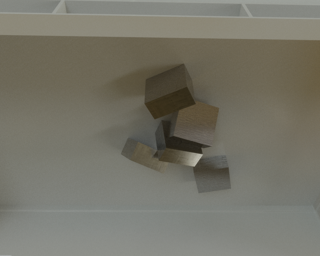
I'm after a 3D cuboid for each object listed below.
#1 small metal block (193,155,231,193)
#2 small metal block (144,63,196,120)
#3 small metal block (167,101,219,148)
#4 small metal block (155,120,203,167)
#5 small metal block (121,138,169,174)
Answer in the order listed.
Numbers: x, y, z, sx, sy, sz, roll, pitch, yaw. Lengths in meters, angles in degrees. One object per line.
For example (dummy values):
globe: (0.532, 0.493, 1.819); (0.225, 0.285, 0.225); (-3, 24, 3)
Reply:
small metal block: (0.079, 0.071, 0.471); (0.050, 0.025, 0.050); (-10, 130, 7)
small metal block: (0.011, -0.043, 0.357); (0.050, 0.050, 0.025); (-20, 127, 16)
small metal block: (0.041, -0.006, 0.385); (0.050, 0.050, 0.025); (16, 167, -14)
small metal block: (0.024, 0.020, 0.406); (0.050, 0.050, 0.025); (11, 131, -19)
small metal block: (-0.020, 0.037, 0.421); (0.050, 0.050, 0.025); (25, 85, -21)
